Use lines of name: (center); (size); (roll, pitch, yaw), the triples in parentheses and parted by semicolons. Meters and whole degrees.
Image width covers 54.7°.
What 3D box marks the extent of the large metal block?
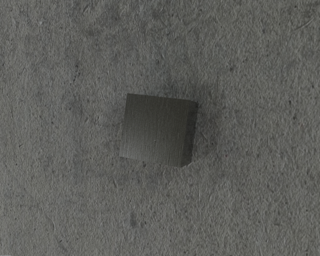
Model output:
large metal block: (0.000, 0.001, 0.396); (0.080, 0.050, 0.079); (8, 93, 19)
